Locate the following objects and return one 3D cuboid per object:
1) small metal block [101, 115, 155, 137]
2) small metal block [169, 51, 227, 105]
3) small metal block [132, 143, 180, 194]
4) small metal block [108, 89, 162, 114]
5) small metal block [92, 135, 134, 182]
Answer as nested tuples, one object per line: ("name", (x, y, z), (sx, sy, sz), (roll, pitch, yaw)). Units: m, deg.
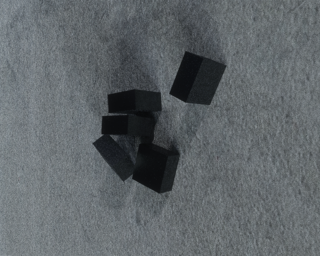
("small metal block", (-0.043, -0.002, 0.421), (0.050, 0.050, 0.025), (0, 86, 40))
("small metal block", (0.044, -0.055, 0.351), (0.025, 0.050, 0.050), (33, 110, 35))
("small metal block", (-0.006, 0.052, 0.408), (0.050, 0.025, 0.050), (20, 103, 38))
("small metal block", (-0.033, -0.034, 0.414), (0.050, 0.050, 0.025), (-5, 87, 39))
("small metal block", (-0.063, 0.041, 0.436), (0.025, 0.050, 0.050), (-39, 58, -14))
